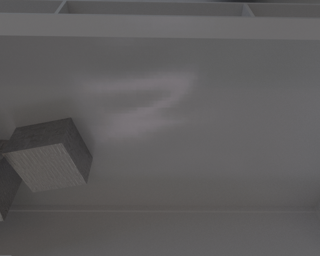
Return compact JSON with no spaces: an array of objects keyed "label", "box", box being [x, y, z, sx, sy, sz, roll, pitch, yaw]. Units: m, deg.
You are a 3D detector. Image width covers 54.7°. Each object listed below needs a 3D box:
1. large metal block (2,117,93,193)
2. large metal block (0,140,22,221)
[{"label":"large metal block","box":[-0.149,0.038,0.424,0.080,0.050,0.080,-10,130,8]},{"label":"large metal block","box":[-0.237,0.072,0.432,0.050,0.080,0.079,4,130,-3]}]
